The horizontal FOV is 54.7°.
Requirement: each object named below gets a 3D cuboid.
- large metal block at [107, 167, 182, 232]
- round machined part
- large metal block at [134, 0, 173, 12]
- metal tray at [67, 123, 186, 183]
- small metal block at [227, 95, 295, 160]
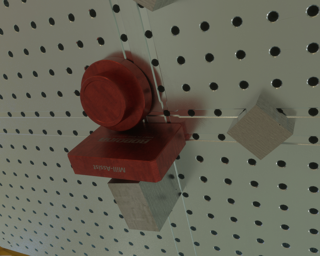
[{"bbox_3d":[-0.018,0.086,0.438,0.050,0.080,0.080,-7,115,31],"label":"large metal block"},{"bbox_3d":[-0.064,-0.040,0.403,0.098,0.042,0.097,11,117,23],"label":"round machined part"},{"bbox_3d":[-0.016,-0.173,0.297,0.080,0.050,0.079,33,129,6],"label":"large metal block"},{"bbox_3d":[-0.043,0.027,0.408,0.130,0.090,0.030,1,119,28],"label":"metal tray"},{"bbox_3d":[0.114,0.000,0.351,0.050,0.025,0.050,39,129,1],"label":"small metal block"}]
